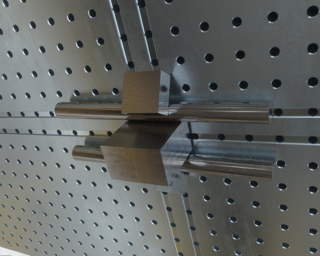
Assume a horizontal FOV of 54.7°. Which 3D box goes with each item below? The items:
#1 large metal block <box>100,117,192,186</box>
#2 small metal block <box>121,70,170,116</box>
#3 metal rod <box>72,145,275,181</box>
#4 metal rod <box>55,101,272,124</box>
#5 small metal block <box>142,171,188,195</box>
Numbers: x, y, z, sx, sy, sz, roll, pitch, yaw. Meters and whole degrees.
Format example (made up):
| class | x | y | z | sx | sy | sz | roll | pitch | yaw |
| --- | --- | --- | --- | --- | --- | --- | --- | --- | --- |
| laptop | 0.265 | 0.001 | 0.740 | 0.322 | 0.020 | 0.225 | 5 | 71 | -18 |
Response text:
| class | x | y | z | sx | sy | sz | roll | pitch | yaw |
| --- | --- | --- | --- | --- | --- | --- | --- | --- | --- |
| large metal block | -0.014 | 0.025 | 0.392 | 0.080 | 0.080 | 0.050 | 2 | 119 | 27 |
| small metal block | -0.017 | -0.041 | 0.375 | 0.050 | 0.025 | 0.050 | 1 | 84 | 27 |
| metal rod | 0.000 | 0.045 | 0.434 | 0.301 | 0.025 | 0.025 | 2 | 120 | 27 |
| metal rod | -0.015 | -0.022 | 0.400 | 0.301 | 0.025 | 0.025 | 2 | 120 | 27 |
| small metal block | 0.005 | 0.072 | 0.433 | 0.050 | 0.025 | 0.050 | 3 | 157 | 26 |
